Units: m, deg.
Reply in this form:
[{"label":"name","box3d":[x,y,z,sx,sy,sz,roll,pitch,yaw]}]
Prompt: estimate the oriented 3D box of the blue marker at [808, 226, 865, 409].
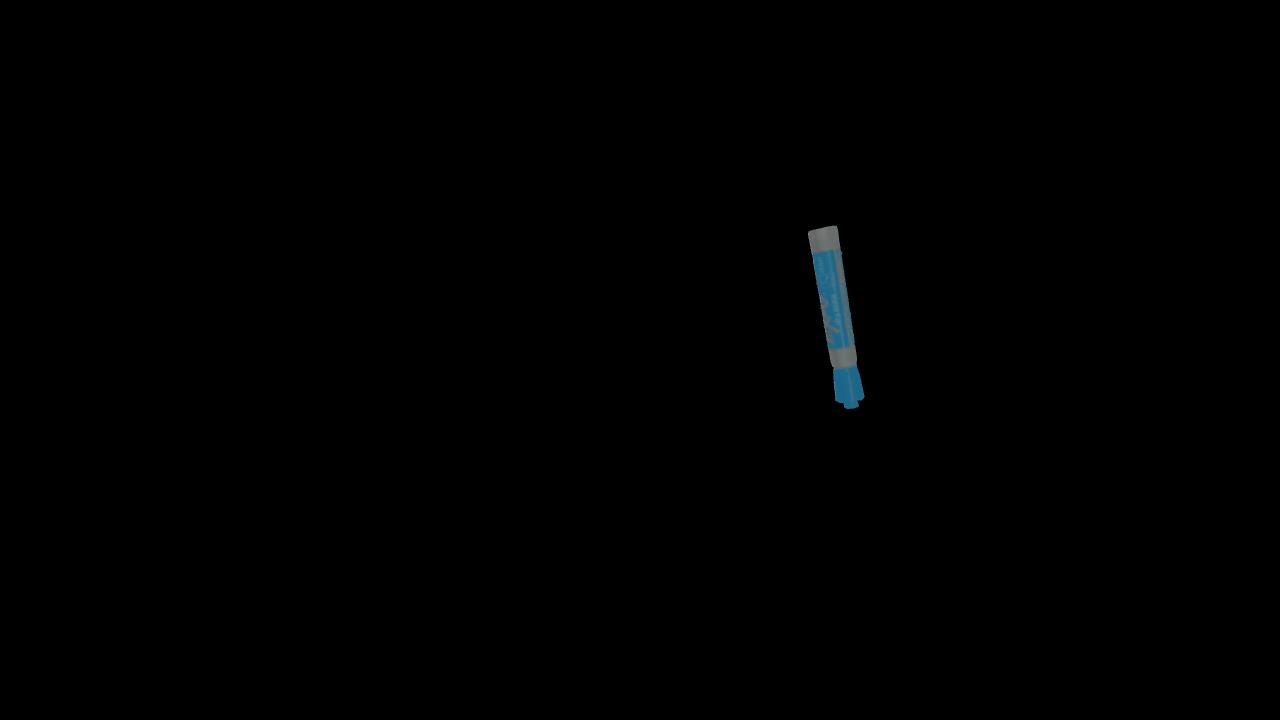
[{"label":"blue marker","box3d":[0.131,-0.027,0.407,0.020,0.121,0.020,-11,5,1]}]
